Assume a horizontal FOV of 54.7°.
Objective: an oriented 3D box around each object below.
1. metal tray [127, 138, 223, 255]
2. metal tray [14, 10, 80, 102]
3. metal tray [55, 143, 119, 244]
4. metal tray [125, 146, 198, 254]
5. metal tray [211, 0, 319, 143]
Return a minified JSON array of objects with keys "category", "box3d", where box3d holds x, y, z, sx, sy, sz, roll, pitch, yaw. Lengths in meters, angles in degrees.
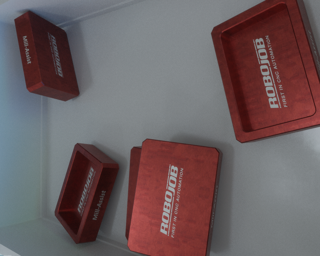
[{"category":"metal tray","box3d":[0.018,0.082,0.357,0.090,0.030,0.129,7,86,18]},{"category":"metal tray","box3d":[-0.185,-0.116,0.514,0.030,0.090,0.129,-20,77,20]},{"category":"metal tray","box3d":[-0.117,0.099,0.483,0.090,0.030,0.129,27,101,45]},{"category":"metal tray","box3d":[0.000,0.093,0.404,0.090,0.030,0.129,7,94,39]},{"category":"metal tray","box3d":[0.110,-0.057,0.312,0.090,0.030,0.129,-18,78,38]}]
